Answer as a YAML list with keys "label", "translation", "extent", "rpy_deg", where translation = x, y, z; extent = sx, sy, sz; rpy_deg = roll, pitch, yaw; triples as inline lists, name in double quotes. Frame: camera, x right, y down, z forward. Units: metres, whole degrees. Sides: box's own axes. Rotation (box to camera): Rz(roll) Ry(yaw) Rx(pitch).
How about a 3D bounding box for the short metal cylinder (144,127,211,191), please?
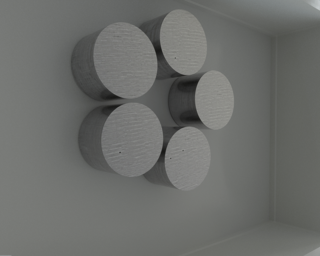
- label: "short metal cylinder"
  translation: [0.020, 0.038, 0.405]
  extent: [0.081, 0.050, 0.080]
  rpy_deg: [0, 90, -40]

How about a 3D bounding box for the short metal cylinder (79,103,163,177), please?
- label: "short metal cylinder"
  translation: [-0.043, 0.012, 0.351]
  extent: [0.081, 0.050, 0.080]
  rpy_deg: [0, 90, -40]

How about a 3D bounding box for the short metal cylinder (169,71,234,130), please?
- label: "short metal cylinder"
  translation: [0.059, -0.038, 0.437]
  extent: [0.081, 0.050, 0.080]
  rpy_deg: [0, 90, -40]

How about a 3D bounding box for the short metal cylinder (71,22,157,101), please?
- label: "short metal cylinder"
  translation: [-0.050, -0.071, 0.346]
  extent: [0.081, 0.050, 0.080]
  rpy_deg: [0, 90, -40]

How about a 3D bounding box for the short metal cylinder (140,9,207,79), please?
- label: "short metal cylinder"
  translation: [0.015, -0.105, 0.399]
  extent: [0.081, 0.050, 0.080]
  rpy_deg: [0, 90, -40]
